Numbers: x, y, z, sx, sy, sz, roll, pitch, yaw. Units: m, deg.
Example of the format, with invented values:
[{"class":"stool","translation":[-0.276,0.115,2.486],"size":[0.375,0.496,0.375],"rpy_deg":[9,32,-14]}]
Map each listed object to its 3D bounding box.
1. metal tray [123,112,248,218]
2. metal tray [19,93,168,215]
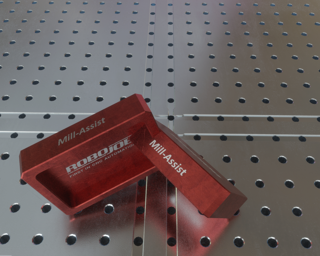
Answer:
[{"class":"metal tray","translation":[0.026,0.039,0.332],"size":[0.130,0.090,0.030],"rpy_deg":[42,95,29]},{"class":"metal tray","translation":[-0.060,0.031,0.318],"size":[0.130,0.090,0.030],"rpy_deg":[-27,47,-3]}]
